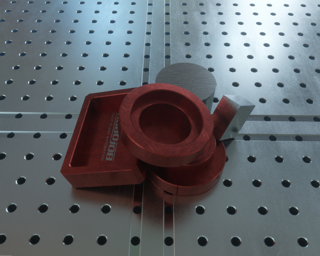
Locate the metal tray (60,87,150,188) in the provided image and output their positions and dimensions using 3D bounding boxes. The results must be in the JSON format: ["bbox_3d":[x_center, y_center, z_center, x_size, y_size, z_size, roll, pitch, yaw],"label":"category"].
[{"bbox_3d":[-0.059,0.007,0.383,0.090,0.030,0.130,-6,49,13],"label":"metal tray"}]

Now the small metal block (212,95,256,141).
[{"bbox_3d":[0.089,-0.014,0.391,0.025,0.050,0.050,39,25,27],"label":"small metal block"}]

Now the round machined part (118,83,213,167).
[{"bbox_3d":[0.004,0.001,0.334,0.099,0.042,0.098,7,51,-8],"label":"round machined part"}]

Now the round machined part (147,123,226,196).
[{"bbox_3d":[0.030,0.028,0.372,0.099,0.042,0.098,0,50,0],"label":"round machined part"}]

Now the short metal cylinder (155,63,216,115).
[{"bbox_3d":[0.034,-0.046,0.430,0.081,0.050,0.080,0,50,0],"label":"short metal cylinder"}]
